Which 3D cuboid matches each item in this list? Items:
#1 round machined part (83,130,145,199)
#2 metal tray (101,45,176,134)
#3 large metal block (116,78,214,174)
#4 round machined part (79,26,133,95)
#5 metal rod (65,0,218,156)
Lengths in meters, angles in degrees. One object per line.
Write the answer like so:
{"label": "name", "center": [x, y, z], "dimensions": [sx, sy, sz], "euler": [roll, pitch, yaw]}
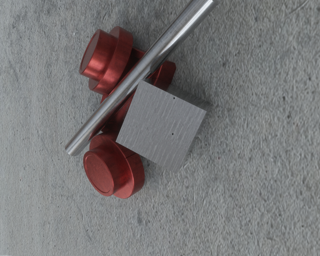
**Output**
{"label": "round machined part", "center": [-0.070, 0.055, 0.431], "dimensions": [0.098, 0.042, 0.097], "euler": [24, 127, 37]}
{"label": "metal tray", "center": [-0.038, -0.043, 0.435], "dimensions": [0.090, 0.030, 0.129], "euler": [31, 109, 35]}
{"label": "large metal block", "center": [0.006, -0.006, 0.366], "dimensions": [0.080, 0.050, 0.079], "euler": [27, 108, 11]}
{"label": "round machined part", "center": [-0.080, -0.099, 0.435], "dimensions": [0.098, 0.042, 0.098], "euler": [-41, 37, 42]}
{"label": "metal rod", "center": [-0.042, -0.053, 0.402], "dimensions": [0.299, 0.025, 0.025], "euler": [-42, 65, 31]}
